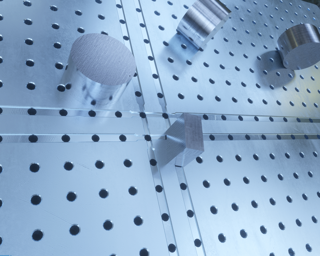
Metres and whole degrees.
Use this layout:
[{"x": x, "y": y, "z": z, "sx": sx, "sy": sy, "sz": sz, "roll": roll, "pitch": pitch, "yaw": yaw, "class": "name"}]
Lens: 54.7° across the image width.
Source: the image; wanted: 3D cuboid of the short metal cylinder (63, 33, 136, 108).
[{"x": -0.077, "y": -0.073, "z": 0.395, "sx": 0.081, "sy": 0.050, "sz": 0.080, "roll": 14, "pitch": 56, "yaw": -21, "class": "short metal cylinder"}]

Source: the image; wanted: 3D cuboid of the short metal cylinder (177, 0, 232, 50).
[{"x": 0.075, "y": -0.180, "z": 0.523, "sx": 0.050, "sy": 0.080, "sz": 0.080, "roll": 43, "pitch": 51, "yaw": 1, "class": "short metal cylinder"}]

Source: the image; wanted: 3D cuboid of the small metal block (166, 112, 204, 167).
[{"x": 0.031, "y": 0.016, "z": 0.399, "sx": 0.025, "sy": 0.050, "sz": 0.050, "roll": 13, "pitch": 57, "yaw": -22, "class": "small metal block"}]

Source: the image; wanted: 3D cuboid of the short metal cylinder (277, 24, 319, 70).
[{"x": 0.284, "y": -0.162, "z": 0.625, "sx": 0.081, "sy": 0.080, "sz": 0.050, "roll": 9, "pitch": 58, "yaw": -24, "class": "short metal cylinder"}]
